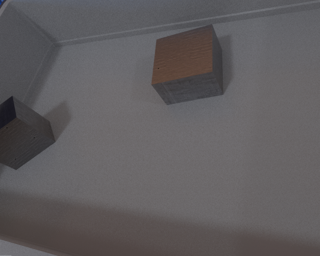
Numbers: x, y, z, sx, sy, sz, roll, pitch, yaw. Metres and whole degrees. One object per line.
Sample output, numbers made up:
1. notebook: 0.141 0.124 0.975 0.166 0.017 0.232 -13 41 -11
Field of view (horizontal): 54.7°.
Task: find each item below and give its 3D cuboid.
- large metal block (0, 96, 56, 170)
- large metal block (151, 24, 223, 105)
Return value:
1. large metal block: -0.226 0.010 0.480 0.080 0.080 0.050 -35 52 5
2. large metal block: 0.039 -0.084 0.420 0.080 0.050 0.080 -9 58 23
